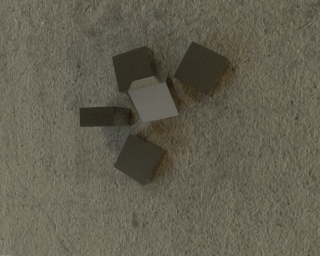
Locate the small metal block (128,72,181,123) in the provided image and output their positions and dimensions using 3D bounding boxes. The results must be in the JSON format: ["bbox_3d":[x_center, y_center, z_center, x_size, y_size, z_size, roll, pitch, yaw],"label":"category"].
[{"bbox_3d":[-0.006,-0.038,0.397,0.050,0.025,0.050,-12,125,19],"label":"small metal block"}]

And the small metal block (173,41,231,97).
[{"bbox_3d":[0.053,-0.073,0.390,0.050,0.025,0.050,31,100,17],"label":"small metal block"}]

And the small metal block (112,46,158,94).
[{"bbox_3d":[-0.032,-0.078,0.420,0.050,0.025,0.050,-13,86,19],"label":"small metal block"}]

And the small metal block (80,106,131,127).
[{"bbox_3d":[-0.073,-0.015,0.421,0.050,0.050,0.025,-1,90,20],"label":"small metal block"}]

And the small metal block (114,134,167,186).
[{"bbox_3d":[-0.026,0.042,0.418,0.050,0.025,0.050,29,99,17],"label":"small metal block"}]
